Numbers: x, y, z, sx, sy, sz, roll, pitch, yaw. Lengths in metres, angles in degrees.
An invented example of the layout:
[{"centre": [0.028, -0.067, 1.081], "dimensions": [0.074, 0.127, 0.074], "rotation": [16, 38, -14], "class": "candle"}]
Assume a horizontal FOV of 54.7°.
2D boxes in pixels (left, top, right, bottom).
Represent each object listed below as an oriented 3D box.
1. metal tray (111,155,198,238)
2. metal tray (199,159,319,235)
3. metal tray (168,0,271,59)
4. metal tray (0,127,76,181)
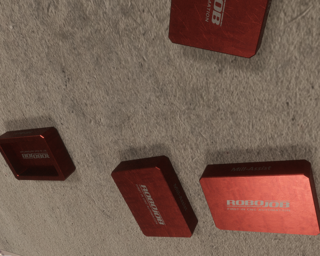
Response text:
[{"centre": [-0.007, 0.108, 0.473], "dimensions": [0.090, 0.030, 0.129], "rotation": [-12, 113, 32], "class": "metal tray"}, {"centre": [0.125, 0.088, 0.392], "dimensions": [0.130, 0.030, 0.090], "rotation": [-8, 115, 31], "class": "metal tray"}, {"centre": [0.059, -0.138, 0.286], "dimensions": [0.090, 0.030, 0.129], "rotation": [17, 125, 18], "class": "metal tray"}, {"centre": [-0.221, 0.048, 0.546], "dimensions": [0.130, 0.030, 0.090], "rotation": [-5, 116, 30], "class": "metal tray"}]
